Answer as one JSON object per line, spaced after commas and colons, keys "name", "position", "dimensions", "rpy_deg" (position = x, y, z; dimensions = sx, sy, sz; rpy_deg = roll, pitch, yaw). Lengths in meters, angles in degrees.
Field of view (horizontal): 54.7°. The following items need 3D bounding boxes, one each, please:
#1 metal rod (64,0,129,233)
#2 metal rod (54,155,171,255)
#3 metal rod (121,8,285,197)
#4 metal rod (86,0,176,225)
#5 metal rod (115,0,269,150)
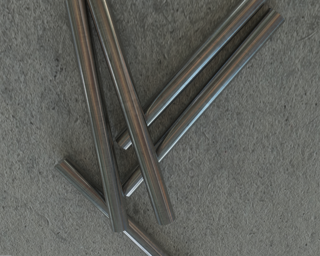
{"name": "metal rod", "position": [-0.076, -0.004, 0.394], "dimensions": [0.025, 0.025, 0.298], "rpy_deg": [-8, 105, 3]}
{"name": "metal rod", "position": [-0.040, 0.154, 0.466], "dimensions": [0.025, 0.025, 0.300], "rpy_deg": [-38, 106, 13]}
{"name": "metal rod", "position": [0.043, -0.022, 0.401], "dimensions": [0.025, 0.025, 0.299], "rpy_deg": [37, 106, -13]}
{"name": "metal rod", "position": [-0.034, -0.020, 0.377], "dimensions": [0.025, 0.025, 0.298], "rpy_deg": [-16, 101, 5]}
{"name": "metal rod", "position": [0.049, -0.085, 0.378], "dimensions": [0.025, 0.025, 0.299], "rpy_deg": [40, 105, -13]}
